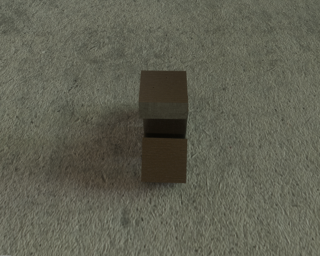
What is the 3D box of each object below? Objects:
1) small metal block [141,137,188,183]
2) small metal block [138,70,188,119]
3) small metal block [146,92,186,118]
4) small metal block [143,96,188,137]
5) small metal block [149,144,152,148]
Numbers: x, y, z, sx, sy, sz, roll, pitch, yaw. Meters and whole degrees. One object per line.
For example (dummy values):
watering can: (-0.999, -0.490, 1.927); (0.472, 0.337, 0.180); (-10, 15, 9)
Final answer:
small metal block: (0.005, 0.036, 0.358); (0.050, 0.025, 0.050); (2, 91, 1)
small metal block: (0.004, -0.037, 0.338); (0.050, 0.025, 0.050); (1, 50, 0)
small metal block: (0.009, -0.032, 0.416); (0.050, 0.025, 0.050); (2, 14, 1)
small metal block: (0.006, -0.013, 0.366); (0.050, 0.050, 0.025); (2, 50, 1)
small metal block: (0.006, 0.011, 0.396); (0.050, 0.025, 0.050); (2, 50, 1)
